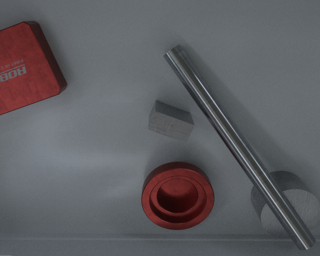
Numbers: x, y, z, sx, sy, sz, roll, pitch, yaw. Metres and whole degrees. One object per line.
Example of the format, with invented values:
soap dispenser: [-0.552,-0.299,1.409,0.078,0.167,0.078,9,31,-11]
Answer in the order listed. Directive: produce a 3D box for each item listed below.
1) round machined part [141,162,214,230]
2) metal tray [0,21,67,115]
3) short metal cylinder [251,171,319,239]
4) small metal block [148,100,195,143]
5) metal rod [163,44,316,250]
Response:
round machined part: [0.024,0.091,0.436,0.099,0.042,0.097,0,110,-1]
metal tray: [-0.195,-0.066,0.381,0.131,0.030,0.090,-18,109,6]
short metal cylinder: [0.176,0.108,0.441,0.081,0.050,0.079,0,110,-1]
small metal block: [0.013,-0.009,0.395,0.050,0.050,0.025,20,109,-8]
metal rod: [0.101,0.027,0.388,0.025,0.025,0.299,-35,94,11]
